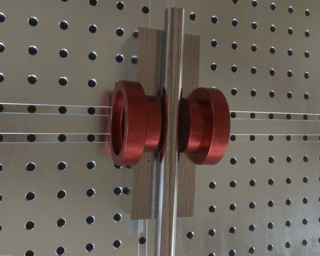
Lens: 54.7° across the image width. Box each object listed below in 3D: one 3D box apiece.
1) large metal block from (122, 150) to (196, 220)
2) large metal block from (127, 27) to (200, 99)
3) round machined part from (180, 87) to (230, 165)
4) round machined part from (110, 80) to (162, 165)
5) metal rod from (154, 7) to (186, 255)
[{"bbox_3d":[-0.002,0.069,0.398,0.081,0.050,0.080,3,89,-20],"label":"large metal block"},{"bbox_3d":[0.003,-0.078,0.400,0.081,0.050,0.080,2,89,-20],"label":"large metal block"},{"bbox_3d":[0.047,-0.002,0.391,0.042,0.098,0.097,2,90,-15],"label":"round machined part"},{"bbox_3d":[-0.029,-0.005,0.362,0.042,0.098,0.097,2,90,-20],"label":"round machined part"},{"bbox_3d":[0.011,0.011,0.363,0.025,0.025,0.298,3,89,-20],"label":"metal rod"}]
